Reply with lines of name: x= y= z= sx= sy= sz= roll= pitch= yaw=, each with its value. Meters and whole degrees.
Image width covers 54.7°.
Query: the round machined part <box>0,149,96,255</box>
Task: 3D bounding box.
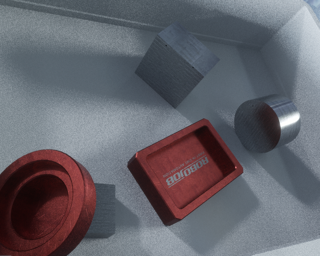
round machined part: x=-0.102 y=0.072 z=0.276 sx=0.098 sy=0.042 sz=0.098 roll=-7 pitch=61 yaw=13

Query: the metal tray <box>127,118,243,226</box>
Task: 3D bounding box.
metal tray: x=0.036 y=0.050 z=0.392 sx=0.131 sy=0.030 sz=0.090 roll=-25 pitch=76 yaw=-37

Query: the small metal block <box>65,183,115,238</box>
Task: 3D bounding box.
small metal block: x=-0.074 y=0.084 z=0.316 sx=0.050 sy=0.025 sz=0.050 roll=10 pitch=58 yaw=-24

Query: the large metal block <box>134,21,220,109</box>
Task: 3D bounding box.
large metal block: x=0.023 y=-0.087 z=0.437 sx=0.080 sy=0.080 sz=0.050 roll=42 pitch=51 yaw=0

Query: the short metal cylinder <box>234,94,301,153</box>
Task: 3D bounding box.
short metal cylinder: x=0.159 y=-0.007 z=0.463 sx=0.050 sy=0.080 sz=0.080 roll=-15 pitch=70 yaw=-35
